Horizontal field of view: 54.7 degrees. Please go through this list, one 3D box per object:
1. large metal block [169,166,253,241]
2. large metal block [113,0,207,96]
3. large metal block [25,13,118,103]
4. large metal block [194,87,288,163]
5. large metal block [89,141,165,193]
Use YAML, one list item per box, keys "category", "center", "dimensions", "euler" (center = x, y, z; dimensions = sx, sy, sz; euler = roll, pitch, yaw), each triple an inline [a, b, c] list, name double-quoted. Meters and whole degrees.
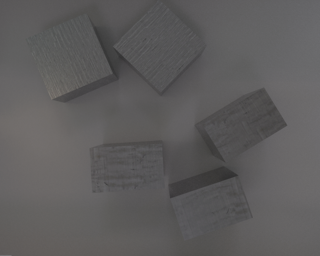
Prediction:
- category: "large metal block"
  center: [0.058, 0.089, 0.384]
  dimensions: [0.080, 0.080, 0.050]
  euler: [-19, 90, 0]
- category: "large metal block"
  center: [0.000, -0.099, 0.399]
  dimensions: [0.080, 0.050, 0.080]
  euler: [44, 90, 0]
- category: "large metal block"
  center: [-0.110, -0.087, 0.398]
  dimensions: [0.080, 0.050, 0.080]
  euler: [-23, 90, 0]
- category: "large metal block"
  center: [0.095, -0.004, 0.384]
  dimensions: [0.080, 0.080, 0.050]
  euler: [-31, 90, 0]
- category: "large metal block"
  center: [-0.036, 0.044, 0.383]
  dimensions: [0.080, 0.080, 0.050]
  euler: [-4, 90, 0]
